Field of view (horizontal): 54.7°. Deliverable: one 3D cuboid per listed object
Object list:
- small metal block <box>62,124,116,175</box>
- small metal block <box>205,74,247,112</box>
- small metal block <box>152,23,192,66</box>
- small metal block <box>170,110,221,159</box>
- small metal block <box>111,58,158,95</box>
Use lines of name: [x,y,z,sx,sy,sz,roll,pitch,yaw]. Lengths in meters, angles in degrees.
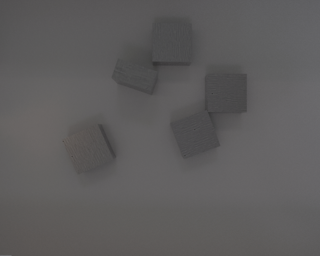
small metal block: [-0.093,0.028,0.411,0.050,0.025,0.050,-24,90,0]
small metal block: [0.087,-0.045,0.412,0.050,0.025,0.050,0,90,0]
small metal block: [0.016,-0.110,0.411,0.050,0.025,0.050,1,90,0]
small metal block: [0.046,0.008,0.412,0.050,0.025,0.050,-20,90,0]
small metal block: [-0.031,-0.064,0.398,0.050,0.050,0.025,19,90,0]
